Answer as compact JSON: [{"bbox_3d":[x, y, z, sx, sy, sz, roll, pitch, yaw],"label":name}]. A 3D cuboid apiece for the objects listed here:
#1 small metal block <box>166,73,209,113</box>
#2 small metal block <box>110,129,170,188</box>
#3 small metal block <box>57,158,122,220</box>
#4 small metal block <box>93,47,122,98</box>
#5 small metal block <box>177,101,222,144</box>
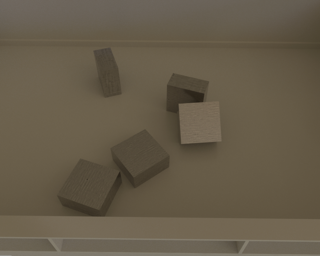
[{"bbox_3d":[0.037,-0.043,0.425,0.050,0.050,0.025,15,52,12],"label":"small metal block"},{"bbox_3d":[-0.024,0.036,0.375,0.050,0.025,0.050,-29,56,-23],"label":"small metal block"},{"bbox_3d":[-0.077,0.068,0.347,0.050,0.025,0.050,16,52,12],"label":"small metal block"},{"bbox_3d":[-0.077,-0.082,0.457,0.025,0.050,0.050,-14,52,-12],"label":"small metal block"},{"bbox_3d":[0.049,-0.007,0.394,0.050,0.025,0.050,-4,90,-3],"label":"small metal block"}]
